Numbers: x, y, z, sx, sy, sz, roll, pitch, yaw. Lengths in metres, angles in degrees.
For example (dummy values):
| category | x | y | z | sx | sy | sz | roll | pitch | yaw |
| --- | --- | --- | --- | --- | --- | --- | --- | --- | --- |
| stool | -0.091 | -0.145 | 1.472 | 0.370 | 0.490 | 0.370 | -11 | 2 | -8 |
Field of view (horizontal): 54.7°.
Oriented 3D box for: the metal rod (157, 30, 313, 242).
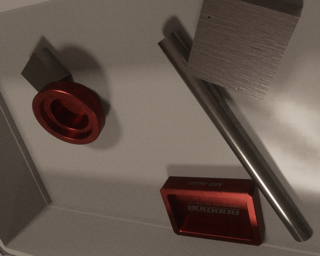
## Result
| category | x | y | z | sx | sy | sz | roll | pitch | yaw |
| --- | --- | --- | --- | --- | --- | --- | --- | --- | --- |
| metal rod | 0.095 | 0.018 | 0.368 | 0.025 | 0.025 | 0.299 | -29 | 103 | 37 |

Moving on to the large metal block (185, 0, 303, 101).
| category | x | y | z | sx | sy | sz | roll | pitch | yaw |
| --- | --- | --- | --- | --- | --- | --- | --- | --- | --- |
| large metal block | 0.079 | -0.084 | 0.299 | 0.080 | 0.050 | 0.079 | 23 | 127 | 14 |

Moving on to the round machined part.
| category | x | y | z | sx | sy | sz | roll | pitch | yaw |
| --- | --- | --- | --- | --- | --- | --- | --- | --- | --- |
| round machined part | -0.122 | -0.025 | 0.435 | 0.098 | 0.042 | 0.097 | 10 | 134 | 11 |

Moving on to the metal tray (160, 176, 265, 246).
| category | x | y | z | sx | sy | sz | roll | pitch | yaw |
| --- | --- | --- | --- | --- | --- | --- | --- | --- | --- |
| metal tray | 0.073 | 0.115 | 0.436 | 0.130 | 0.030 | 0.089 | -3 | 117 | 29 |

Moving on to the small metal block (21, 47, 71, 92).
| category | x | y | z | sx | sy | sz | roll | pitch | yaw |
| --- | --- | --- | --- | --- | --- | --- | --- | --- | --- |
| small metal block | -0.164 | -0.078 | 0.445 | 0.050 | 0.025 | 0.050 | 48 | 129 | -6 |
